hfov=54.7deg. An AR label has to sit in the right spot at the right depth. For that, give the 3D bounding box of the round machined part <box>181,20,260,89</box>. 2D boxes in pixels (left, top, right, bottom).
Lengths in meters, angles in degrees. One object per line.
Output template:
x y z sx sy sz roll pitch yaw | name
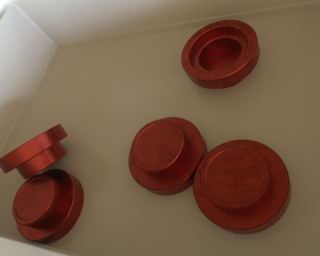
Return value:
0.081 -0.091 0.408 0.098 0.042 0.098 -13 56 21 | round machined part

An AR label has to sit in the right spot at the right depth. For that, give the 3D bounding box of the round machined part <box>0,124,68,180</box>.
-0.174 0.037 0.442 0.098 0.042 0.098 -31 8 5 | round machined part

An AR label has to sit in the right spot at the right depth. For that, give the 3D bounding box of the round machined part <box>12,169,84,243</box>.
-0.156 0.100 0.415 0.098 0.042 0.098 -13 56 21 | round machined part

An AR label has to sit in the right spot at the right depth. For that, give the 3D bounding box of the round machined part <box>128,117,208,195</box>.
0.004 0.028 0.375 0.098 0.042 0.098 -13 56 21 | round machined part

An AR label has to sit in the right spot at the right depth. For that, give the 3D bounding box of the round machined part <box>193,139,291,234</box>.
0.080 0.055 0.319 0.098 0.042 0.098 -13 56 21 | round machined part
